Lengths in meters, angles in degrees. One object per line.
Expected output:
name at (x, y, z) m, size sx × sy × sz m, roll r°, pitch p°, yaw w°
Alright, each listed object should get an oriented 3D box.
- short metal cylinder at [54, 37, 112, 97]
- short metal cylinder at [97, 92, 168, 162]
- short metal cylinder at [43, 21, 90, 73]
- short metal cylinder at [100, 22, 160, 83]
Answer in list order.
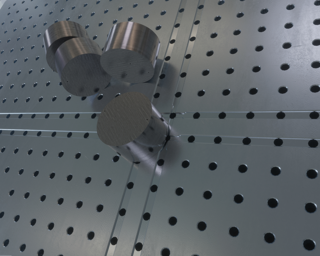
short metal cylinder at (-0.123, -0.097, 0.497) m, size 0.080 × 0.080 × 0.050 m, roll -36°, pitch 51°, yaw 4°
short metal cylinder at (-0.036, -0.001, 0.412) m, size 0.080 × 0.050 × 0.080 m, roll -13°, pitch 56°, yaw 21°
short metal cylinder at (-0.159, -0.139, 0.542) m, size 0.080 × 0.080 × 0.050 m, roll -31°, pitch 52°, yaw 8°
short metal cylinder at (-0.043, -0.111, 0.464) m, size 0.080 × 0.080 × 0.050 m, roll -3°, pitch 61°, yaw 27°
